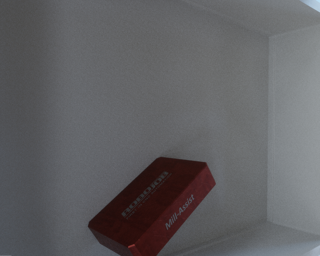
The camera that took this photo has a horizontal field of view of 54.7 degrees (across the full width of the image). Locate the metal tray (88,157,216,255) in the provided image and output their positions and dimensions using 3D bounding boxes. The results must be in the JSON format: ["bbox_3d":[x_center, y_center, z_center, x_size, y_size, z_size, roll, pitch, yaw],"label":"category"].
[{"bbox_3d":[-0.008,0.087,0.359,0.131,0.090,0.030,-41,115,-33],"label":"metal tray"}]
